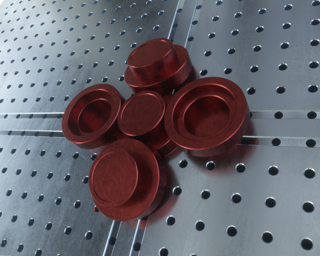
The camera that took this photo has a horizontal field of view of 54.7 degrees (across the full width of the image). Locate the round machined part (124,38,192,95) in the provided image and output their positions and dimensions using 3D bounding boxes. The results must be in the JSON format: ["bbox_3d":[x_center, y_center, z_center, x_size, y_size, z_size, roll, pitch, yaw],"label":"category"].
[{"bbox_3d":[-0.007,-0.091,0.441,0.098,0.042,0.098,-16,41,15],"label":"round machined part"}]

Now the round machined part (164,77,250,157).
[{"bbox_3d":[0.058,-0.010,0.371,0.098,0.042,0.098,-13,56,20],"label":"round machined part"}]

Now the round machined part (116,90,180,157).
[{"bbox_3d":[-0.016,-0.011,0.410,0.098,0.042,0.098,-13,56,20],"label":"round machined part"}]

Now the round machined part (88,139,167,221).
[{"bbox_3d":[-0.045,0.060,0.368,0.098,0.042,0.098,-8,73,26],"label":"round machined part"}]

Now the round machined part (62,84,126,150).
[{"bbox_3d":[-0.089,-0.013,0.450,0.098,0.042,0.098,-13,56,20],"label":"round machined part"}]
